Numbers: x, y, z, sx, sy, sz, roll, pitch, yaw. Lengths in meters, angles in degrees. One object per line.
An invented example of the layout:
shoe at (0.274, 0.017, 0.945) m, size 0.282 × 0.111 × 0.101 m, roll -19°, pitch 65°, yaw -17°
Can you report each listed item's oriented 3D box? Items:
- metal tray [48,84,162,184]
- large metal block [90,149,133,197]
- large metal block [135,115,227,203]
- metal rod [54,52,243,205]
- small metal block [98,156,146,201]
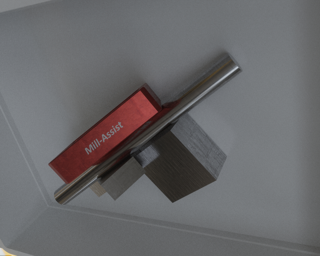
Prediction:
metal tray at (-0.058, 0.002, 0.360) m, size 0.130 × 0.090 × 0.030 m, roll -38°, pitch 99°, yaw 6°
large metal block at (-0.084, 0.044, 0.458) m, size 0.080 × 0.050 × 0.080 m, roll 47°, pitch 129°, yaw -6°
large metal block at (0.025, 0.039, 0.401) m, size 0.080 × 0.050 × 0.080 m, roll 47°, pitch 129°, yaw -6°
metal rod at (-0.031, 0.014, 0.382) m, size 0.299 × 0.025 × 0.025 m, roll -37°, pitch 98°, yaw 23°
small metal block at (-0.049, 0.061, 0.390) m, size 0.025 × 0.050 × 0.050 m, roll 50°, pitch 165°, yaw -7°
